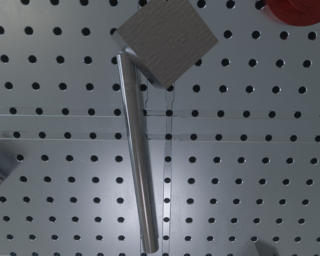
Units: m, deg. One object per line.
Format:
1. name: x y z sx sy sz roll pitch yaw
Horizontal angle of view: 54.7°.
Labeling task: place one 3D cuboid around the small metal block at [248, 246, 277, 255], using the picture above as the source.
1. small metal block: 0.164 0.227 0.499 0.050 0.025 0.050 27 108 -10

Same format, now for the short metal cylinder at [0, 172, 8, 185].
1. short metal cylinder: -0.253 0.082 0.412 0.050 0.080 0.080 43 105 -14

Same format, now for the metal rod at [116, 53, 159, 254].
1. metal rod: -0.028 0.047 0.430 0.025 0.025 0.298 -5 110 2

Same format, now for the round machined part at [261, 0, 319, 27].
1. round machined part: 0.166 -0.164 0.345 0.099 0.042 0.097 0 110 0

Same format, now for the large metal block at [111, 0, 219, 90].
1. large metal block: 0.004 -0.100 0.351 0.080 0.050 0.080 -43 106 -5
